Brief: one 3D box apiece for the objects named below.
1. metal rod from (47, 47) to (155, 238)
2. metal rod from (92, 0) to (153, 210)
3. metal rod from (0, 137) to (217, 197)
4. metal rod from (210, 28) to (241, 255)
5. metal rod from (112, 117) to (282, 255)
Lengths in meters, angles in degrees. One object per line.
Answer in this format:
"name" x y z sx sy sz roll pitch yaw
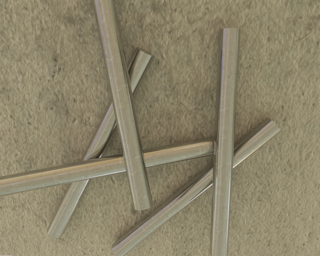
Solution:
"metal rod" -0.087 0.032 0.420 0.025 0.025 0.298 26 108 -10
"metal rod" -0.047 -0.046 0.365 0.025 0.025 0.298 -9 100 3
"metal rod" -0.075 0.051 0.402 0.302 0.025 0.025 -10 110 -7
"metal rod" 0.082 0.028 0.399 0.025 0.025 0.298 0 102 -1
"metal rod" 0.043 0.092 0.444 0.299 0.025 0.025 -42 105 13
